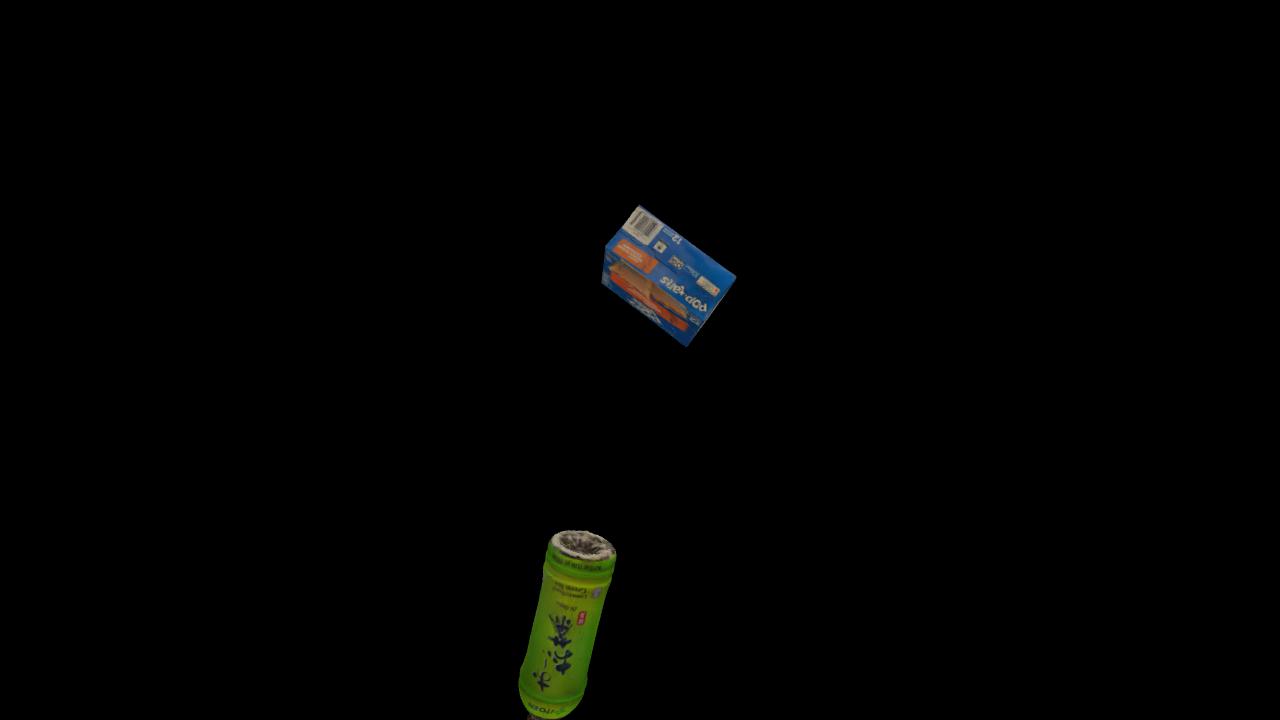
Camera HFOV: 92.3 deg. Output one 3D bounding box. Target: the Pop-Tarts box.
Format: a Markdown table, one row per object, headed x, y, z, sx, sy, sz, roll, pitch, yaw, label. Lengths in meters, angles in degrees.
| x | y | z | sx | sy | sz | roll | pitch | yaw | label |
| --- | --- | --- | --- | --- | --- | --- | --- | --- | --- |
| 0.034 | -0.114 | 0.877 | 0.167 | 0.083 | 0.141 | 38 | -13 | 3 | Pop-Tarts box |

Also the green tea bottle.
| x | y | z | sx | sy | sz | roll | pitch | yaw | label |
| --- | --- | --- | --- | --- | --- | --- | --- | --- | --- |
| -0.077 | 0.280 | 0.608 | 0.073 | 0.212 | 0.073 | 11 | 4 | -1 | green tea bottle |
